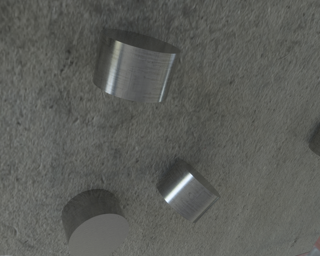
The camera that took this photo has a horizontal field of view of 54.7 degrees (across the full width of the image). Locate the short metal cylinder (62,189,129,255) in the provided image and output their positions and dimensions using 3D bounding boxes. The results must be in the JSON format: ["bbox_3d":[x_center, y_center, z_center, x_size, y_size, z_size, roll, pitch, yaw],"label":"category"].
[{"bbox_3d":[-0.089,0.131,0.424,0.081,0.050,0.079,-14,125,-21],"label":"short metal cylinder"}]

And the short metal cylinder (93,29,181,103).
[{"bbox_3d":[-0.025,-0.065,0.319,0.081,0.080,0.050,2,118,-30],"label":"short metal cylinder"}]

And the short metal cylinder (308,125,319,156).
[{"bbox_3d":[0.326,0.029,0.571,0.081,0.080,0.050,4,116,-31],"label":"short metal cylinder"}]

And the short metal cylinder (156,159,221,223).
[{"bbox_3d":[0.041,0.091,0.452,0.050,0.080,0.080,-48,129,5],"label":"short metal cylinder"}]
